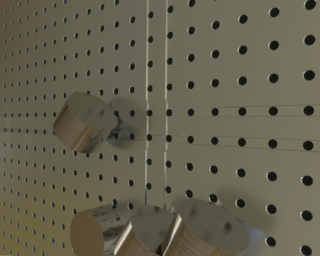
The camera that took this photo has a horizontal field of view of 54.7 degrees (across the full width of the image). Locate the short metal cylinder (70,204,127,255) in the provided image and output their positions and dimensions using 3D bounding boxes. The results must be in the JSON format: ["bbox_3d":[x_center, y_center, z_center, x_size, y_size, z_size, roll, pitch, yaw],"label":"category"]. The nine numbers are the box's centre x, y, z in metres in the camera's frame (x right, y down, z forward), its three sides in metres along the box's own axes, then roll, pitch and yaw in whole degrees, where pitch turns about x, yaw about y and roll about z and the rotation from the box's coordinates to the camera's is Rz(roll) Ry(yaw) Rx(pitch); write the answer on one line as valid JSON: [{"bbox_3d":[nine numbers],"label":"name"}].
[{"bbox_3d":[-0.091,0.161,0.468,0.080,0.050,0.079,0,90,40],"label":"short metal cylinder"}]

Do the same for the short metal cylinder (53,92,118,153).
[{"bbox_3d":[-0.111,-0.008,0.466,0.050,0.081,0.080,-51,60,28],"label":"short metal cylinder"}]

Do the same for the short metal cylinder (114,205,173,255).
[{"bbox_3d":[-0.009,0.142,0.381,0.080,0.081,0.050,43,116,31],"label":"short metal cylinder"}]

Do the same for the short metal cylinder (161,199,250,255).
[{"bbox_3d":[0.048,0.122,0.334,0.080,0.081,0.050,35,112,34],"label":"short metal cylinder"}]
